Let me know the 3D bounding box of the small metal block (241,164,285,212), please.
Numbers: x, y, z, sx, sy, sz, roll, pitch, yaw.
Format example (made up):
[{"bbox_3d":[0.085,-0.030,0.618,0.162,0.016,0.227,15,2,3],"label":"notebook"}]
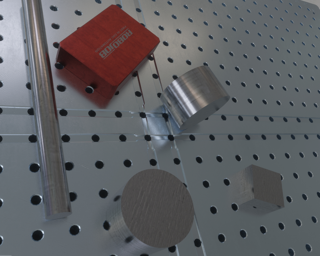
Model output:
[{"bbox_3d":[0.143,0.084,0.433,0.050,0.025,0.050,19,54,-17],"label":"small metal block"}]

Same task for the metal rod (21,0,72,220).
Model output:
[{"bbox_3d":[-0.137,-0.046,0.362,0.025,0.025,0.299,-2,63,-29],"label":"metal rod"}]

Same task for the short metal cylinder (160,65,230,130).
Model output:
[{"bbox_3d":[0.047,-0.040,0.423,0.081,0.080,0.050,-23,74,-36],"label":"short metal cylinder"}]

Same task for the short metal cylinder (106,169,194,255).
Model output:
[{"bbox_3d":[-0.011,0.090,0.331,0.081,0.050,0.080,14,56,-21],"label":"short metal cylinder"}]

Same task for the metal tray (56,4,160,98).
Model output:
[{"bbox_3d":[-0.068,-0.112,0.436,0.090,0.030,0.130,37,51,-4],"label":"metal tray"}]
